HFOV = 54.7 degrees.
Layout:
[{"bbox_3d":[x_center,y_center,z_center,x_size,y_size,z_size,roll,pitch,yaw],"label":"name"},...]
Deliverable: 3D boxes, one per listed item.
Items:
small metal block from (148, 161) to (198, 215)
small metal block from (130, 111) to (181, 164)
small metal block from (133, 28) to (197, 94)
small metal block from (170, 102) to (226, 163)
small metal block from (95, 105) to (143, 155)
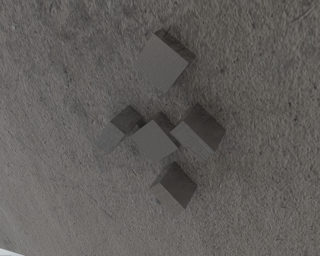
[{"bbox_3d":[0.019,0.083,0.432,0.050,0.050,0.025,47,129,-5],"label":"small metal block"},{"bbox_3d":[-0.003,0.013,0.417,0.050,0.025,0.050,49,129,-7],"label":"small metal block"},{"bbox_3d":[0.005,-0.077,0.357,0.050,0.025,0.050,40,129,0],"label":"small metal block"},{"bbox_3d":[0.046,0.004,0.369,0.050,0.050,0.025,45,129,-3],"label":"small metal block"},{"bbox_3d":[-0.056,0.002,0.422,0.025,0.050,0.050,41,129,0],"label":"small metal block"}]
